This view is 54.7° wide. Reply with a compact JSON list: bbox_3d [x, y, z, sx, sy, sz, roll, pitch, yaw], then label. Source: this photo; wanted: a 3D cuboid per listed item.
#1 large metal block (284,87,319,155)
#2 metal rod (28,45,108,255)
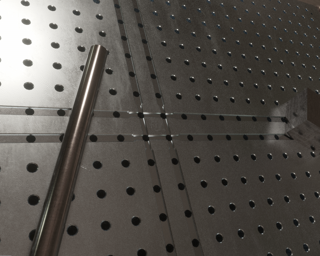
[{"bbox_3d":[0.273,-0.012,0.550,0.080,0.050,0.080,29,52,-10],"label":"large metal block"},{"bbox_3d":[-0.096,0.019,0.345,0.025,0.025,0.300,18,55,-18],"label":"metal rod"}]
